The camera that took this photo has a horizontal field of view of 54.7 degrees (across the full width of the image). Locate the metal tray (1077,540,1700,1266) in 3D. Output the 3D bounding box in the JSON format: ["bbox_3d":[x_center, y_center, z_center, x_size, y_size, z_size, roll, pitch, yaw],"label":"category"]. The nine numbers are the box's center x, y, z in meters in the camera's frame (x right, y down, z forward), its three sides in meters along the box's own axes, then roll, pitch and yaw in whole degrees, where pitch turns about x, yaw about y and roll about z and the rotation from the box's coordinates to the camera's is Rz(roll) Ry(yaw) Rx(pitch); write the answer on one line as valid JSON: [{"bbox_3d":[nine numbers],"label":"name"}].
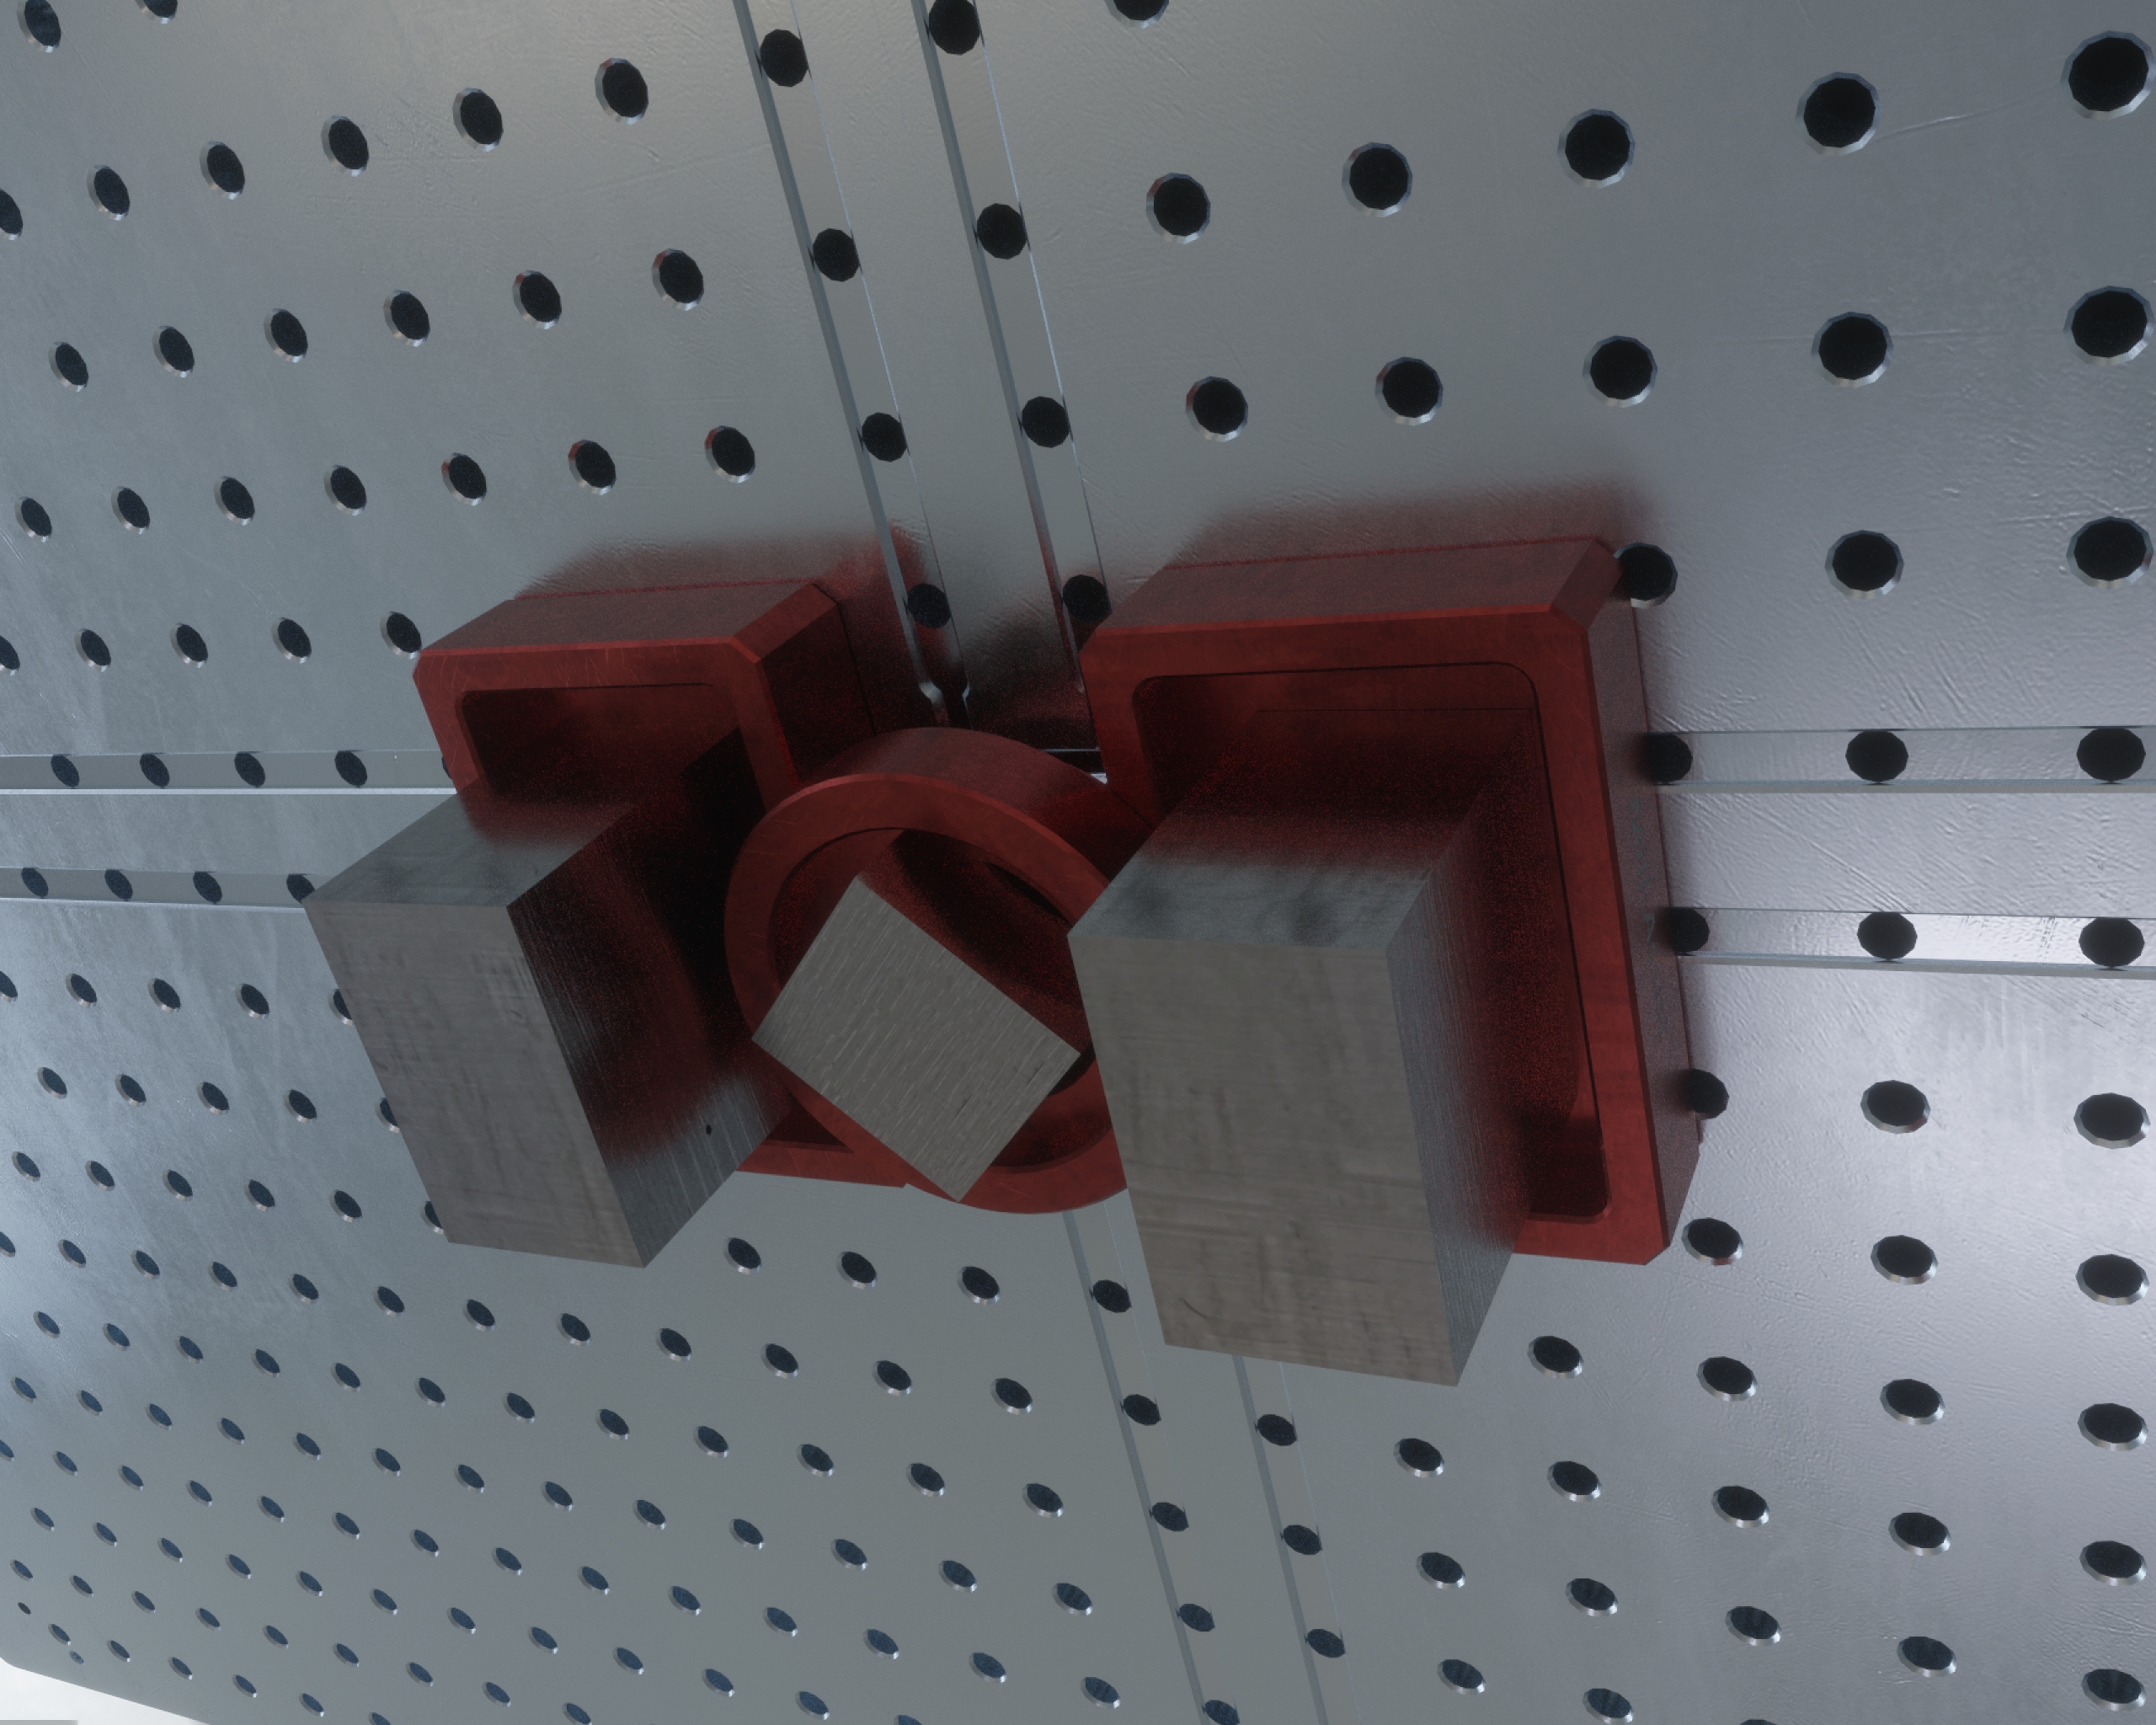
[{"bbox_3d":[0.059,0.010,0.382,0.090,0.030,0.129,0,118,28],"label":"metal tray"}]

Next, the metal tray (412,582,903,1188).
[{"bbox_3d":[-0.081,0.007,0.454,0.090,0.030,0.129,1,119,28],"label":"metal tray"}]

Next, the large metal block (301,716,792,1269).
[{"bbox_3d":[-0.097,0.023,0.424,0.050,0.080,0.080,1,119,28],"label":"large metal block"}]

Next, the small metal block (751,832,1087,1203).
[{"bbox_3d":[-0.025,0.027,0.389,0.050,0.025,0.050,38,129,2],"label":"small metal block"}]

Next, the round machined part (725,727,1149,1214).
[{"bbox_3d":[-0.016,0.017,0.408,0.098,0.042,0.097,13,124,21],"label":"round machined part"}]

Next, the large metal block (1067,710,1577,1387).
[{"bbox_3d":[0.046,0.027,0.351,0.050,0.080,0.080,2,119,28],"label":"large metal block"}]
